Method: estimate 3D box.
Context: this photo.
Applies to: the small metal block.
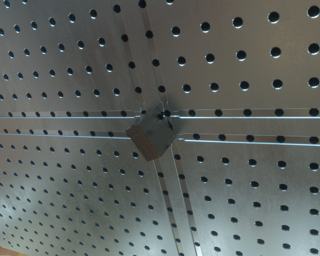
[{"bbox_3d":[-0.010,0.007,0.405,0.025,0.050,0.050,-25,105,37],"label":"small metal block"}]
